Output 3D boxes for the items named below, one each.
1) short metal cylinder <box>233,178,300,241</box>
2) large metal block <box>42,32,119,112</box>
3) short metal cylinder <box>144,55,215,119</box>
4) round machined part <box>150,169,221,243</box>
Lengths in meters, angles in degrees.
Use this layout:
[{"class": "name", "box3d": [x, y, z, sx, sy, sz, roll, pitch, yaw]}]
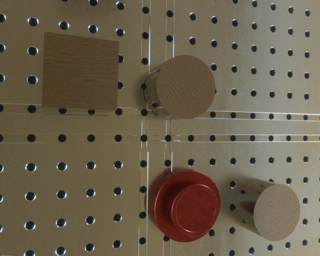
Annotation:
[{"class": "short metal cylinder", "box3d": [0.156, 0.118, 0.457, 0.081, 0.050, 0.080, 0, 90, -20]}, {"class": "large metal block", "box3d": [-0.094, -0.061, 0.364, 0.081, 0.050, 0.080, 2, 90, -20]}, {"class": "short metal cylinder", "box3d": [0.025, -0.051, 0.408, 0.081, 0.050, 0.080, 0, 90, -20]}, {"class": "round machined part", "box3d": [0.039, 0.106, 0.418, 0.099, 0.042, 0.097, 0, 90, -20]}]
